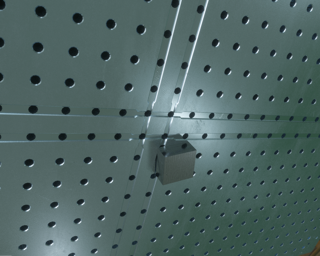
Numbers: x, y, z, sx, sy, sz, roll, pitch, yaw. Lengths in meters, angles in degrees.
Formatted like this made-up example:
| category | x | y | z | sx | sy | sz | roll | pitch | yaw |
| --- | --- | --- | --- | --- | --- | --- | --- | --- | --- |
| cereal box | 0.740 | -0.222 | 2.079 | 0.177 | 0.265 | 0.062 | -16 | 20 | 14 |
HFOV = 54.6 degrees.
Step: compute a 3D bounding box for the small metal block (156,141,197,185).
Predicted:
| category | x | y | z | sx | sy | sz | roll | pitch | yaw |
| --- | --- | --- | --- | --- | --- | --- | --- | --- | --- |
| small metal block | 0.023 | 0.051 | 0.455 | 0.050 | 0.025 | 0.050 | -10 | 123 | -23 |
